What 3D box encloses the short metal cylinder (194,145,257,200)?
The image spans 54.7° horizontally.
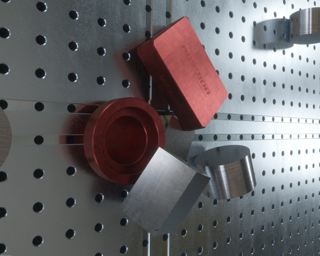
[{"bbox_3d":[0.096,0.062,0.453,0.081,0.080,0.050,-24,106,-37],"label":"short metal cylinder"}]

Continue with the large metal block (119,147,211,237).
[{"bbox_3d":[0.010,0.076,0.365,0.080,0.050,0.080,-57,156,-1],"label":"large metal block"}]

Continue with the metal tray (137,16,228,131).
[{"bbox_3d":[0.036,-0.072,0.418,0.130,0.030,0.090,57,47,-19],"label":"metal tray"}]

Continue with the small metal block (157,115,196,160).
[{"bbox_3d":[0.016,0.016,0.423,0.050,0.025,0.050,32,70,-35],"label":"small metal block"}]

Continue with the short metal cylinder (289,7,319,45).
[{"bbox_3d":[0.306,-0.205,0.629,0.081,0.080,0.050,1,90,-40],"label":"short metal cylinder"}]

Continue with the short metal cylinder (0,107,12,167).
[{"bbox_3d":[-0.170,0.007,0.250,0.081,0.050,0.080,0,90,-40],"label":"short metal cylinder"}]

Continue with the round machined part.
[{"bbox_3d":[-0.044,0.014,0.361,0.099,0.042,0.097,0,90,-40],"label":"round machined part"}]
